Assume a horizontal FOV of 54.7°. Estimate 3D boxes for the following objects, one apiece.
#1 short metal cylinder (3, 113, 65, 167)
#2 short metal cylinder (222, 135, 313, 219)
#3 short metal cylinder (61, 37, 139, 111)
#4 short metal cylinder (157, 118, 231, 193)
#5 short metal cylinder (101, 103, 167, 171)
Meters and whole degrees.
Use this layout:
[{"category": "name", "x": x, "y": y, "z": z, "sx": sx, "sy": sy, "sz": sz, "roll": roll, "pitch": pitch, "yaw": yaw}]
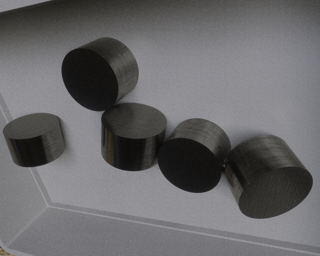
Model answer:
[{"category": "short metal cylinder", "x": -0.195, "y": 0.017, "z": 0.484, "sx": 0.080, "sy": 0.080, "sz": 0.050, "roll": 11, "pitch": 123, "yaw": 22}, {"category": "short metal cylinder", "x": 0.116, "y": 0.054, "z": 0.341, "sx": 0.081, "sy": 0.050, "sz": 0.079, "roll": -6, "pitch": 128, "yaw": -8}, {"category": "short metal cylinder", "x": -0.074, "y": -0.068, "z": 0.388, "sx": 0.080, "sy": 0.050, "sz": 0.079, "roll": 13, "pitch": 124, "yaw": 20}, {"category": "short metal cylinder", "x": 0.044, "y": 0.034, "z": 0.390, "sx": 0.080, "sy": 0.050, "sz": 0.079, "roll": 13, "pitch": 124, "yaw": 20}, {"category": "short metal cylinder", "x": -0.034, "y": 0.010, "z": 0.396, "sx": 0.080, "sy": 0.080, "sz": 0.050, "roll": 19, "pitch": 126, "yaw": 16}]
